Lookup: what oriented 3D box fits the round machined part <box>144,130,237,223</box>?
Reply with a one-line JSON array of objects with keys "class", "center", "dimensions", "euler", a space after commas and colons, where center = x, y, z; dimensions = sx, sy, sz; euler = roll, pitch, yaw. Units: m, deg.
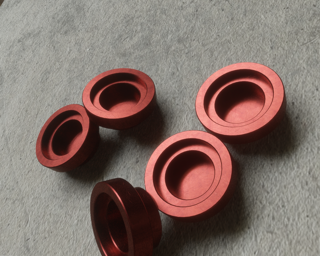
[{"class": "round machined part", "center": [0.036, 0.055, 0.341], "dimensions": [0.098, 0.042, 0.098], "euler": [-13, 56, 21]}]

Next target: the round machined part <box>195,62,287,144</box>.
[{"class": "round machined part", "center": [0.094, -0.025, 0.359], "dimensions": [0.098, 0.042, 0.098], "euler": [-13, 56, 21]}]

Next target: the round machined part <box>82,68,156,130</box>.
[{"class": "round machined part", "center": [-0.054, -0.035, 0.429], "dimensions": [0.099, 0.042, 0.098], "euler": [-2, 51, 3]}]

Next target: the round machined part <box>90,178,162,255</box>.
[{"class": "round machined part", "center": [-0.034, 0.101, 0.328], "dimensions": [0.098, 0.042, 0.097], "euler": [16, 110, 52]}]

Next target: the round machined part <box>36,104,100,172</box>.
[{"class": "round machined part", "center": [-0.127, 0.018, 0.446], "dimensions": [0.098, 0.042, 0.098], "euler": [-14, 57, 24]}]
